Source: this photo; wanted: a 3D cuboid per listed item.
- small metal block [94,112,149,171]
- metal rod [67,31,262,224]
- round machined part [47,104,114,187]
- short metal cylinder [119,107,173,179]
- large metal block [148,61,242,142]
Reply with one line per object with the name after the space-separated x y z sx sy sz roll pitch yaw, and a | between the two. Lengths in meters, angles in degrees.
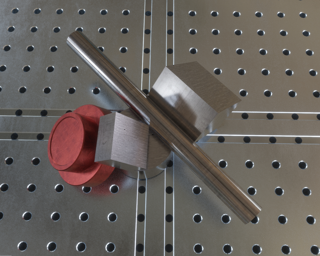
-0.040 0.016 0.333 0.025 0.050 0.050 -13 65 38 | small metal block
-0.006 -0.011 0.359 0.025 0.025 0.300 -42 75 -14 | metal rod
-0.094 0.019 0.364 0.098 0.042 0.098 -12 70 36 | round machined part
-0.024 0.020 0.387 0.081 0.050 0.080 0 70 0 | short metal cylinder
0.043 -0.035 0.385 0.080 0.050 0.080 44 33 14 | large metal block
